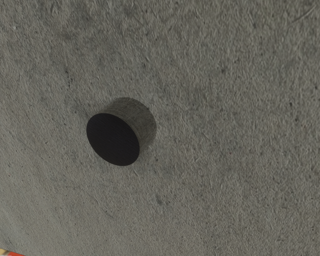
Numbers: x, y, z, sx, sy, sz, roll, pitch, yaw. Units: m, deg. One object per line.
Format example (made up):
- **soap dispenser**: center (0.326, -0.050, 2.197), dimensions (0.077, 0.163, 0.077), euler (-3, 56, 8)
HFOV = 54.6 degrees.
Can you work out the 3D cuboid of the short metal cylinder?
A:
- **short metal cylinder**: center (-0.051, 0.004, 0.421), dimensions (0.080, 0.050, 0.080), euler (13, 124, 21)
